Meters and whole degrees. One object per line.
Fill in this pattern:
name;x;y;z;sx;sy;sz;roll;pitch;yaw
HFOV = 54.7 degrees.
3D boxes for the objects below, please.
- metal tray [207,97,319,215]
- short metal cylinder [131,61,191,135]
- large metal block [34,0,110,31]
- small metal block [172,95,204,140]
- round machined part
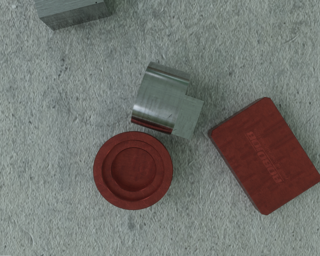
metal tray;0.136;0.036;0.409;0.090;0.030;0.130;-33;90;-1
short metal cylinder;0.001;-0.036;0.383;0.050;0.080;0.080;18;90;0
large metal block;-0.117;-0.180;0.396;0.080;0.050;0.080;-15;90;-1
small metal block;0.033;-0.013;0.398;0.025;0.050;0.050;19;90;-1
round machined part;-0.033;0.052;0.401;0.099;0.042;0.097;0;90;-1
